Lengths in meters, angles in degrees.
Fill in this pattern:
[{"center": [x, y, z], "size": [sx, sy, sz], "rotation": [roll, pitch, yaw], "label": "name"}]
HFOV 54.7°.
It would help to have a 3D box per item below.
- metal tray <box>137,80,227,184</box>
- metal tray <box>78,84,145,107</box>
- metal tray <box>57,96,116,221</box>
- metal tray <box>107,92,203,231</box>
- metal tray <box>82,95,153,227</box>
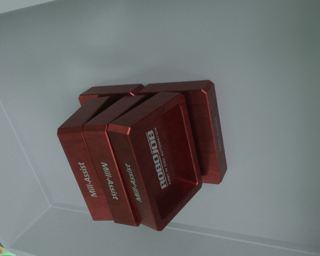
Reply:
[{"center": [0.030, 0.008, 0.392], "size": [0.090, 0.030, 0.129], "rotation": [0, 119, 28], "label": "metal tray"}, {"center": [-0.051, 0.006, 0.433], "size": [0.090, 0.030, 0.129], "rotation": [0, 119, 28], "label": "metal tray"}, {"center": [-0.070, 0.037, 0.382], "size": [0.030, 0.090, 0.129], "rotation": [-6, 116, 17], "label": "metal tray"}, {"center": [0.001, 0.036, 0.344], "size": [0.030, 0.091, 0.129], "rotation": [9, 124, 40], "label": "metal tray"}, {"center": [-0.034, 0.037, 0.364], "size": [0.030, 0.090, 0.129], "rotation": [0, 116, 28], "label": "metal tray"}]
